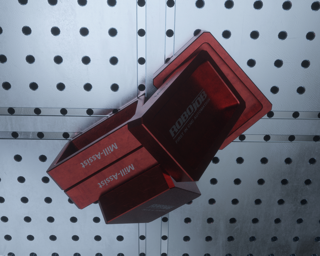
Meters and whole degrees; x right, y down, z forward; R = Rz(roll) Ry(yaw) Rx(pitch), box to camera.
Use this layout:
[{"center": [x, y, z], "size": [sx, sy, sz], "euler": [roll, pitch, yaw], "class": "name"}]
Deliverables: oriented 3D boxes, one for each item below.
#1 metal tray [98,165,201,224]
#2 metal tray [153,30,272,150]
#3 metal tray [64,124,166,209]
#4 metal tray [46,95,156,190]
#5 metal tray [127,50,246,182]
[{"center": [-0.007, 0.089, 0.397], "size": [0.090, 0.130, 0.030], "euler": [-31, 66, 11], "class": "metal tray"}, {"center": [0.066, -0.046, 0.394], "size": [0.090, 0.030, 0.130], "euler": [-42, 105, 13], "class": "metal tray"}, {"center": [-0.049, 0.039, 0.391], "size": [0.130, 0.090, 0.030], "euler": [-31, 108, 10], "class": "metal tray"}, {"center": [-0.067, 0.015, 0.383], "size": [0.130, 0.090, 0.030], "euler": [-31, 108, 10], "class": "metal tray"}, {"center": [0.036, -0.015, 0.348], "size": [0.090, 0.030, 0.130], "euler": [49, 58, -16], "class": "metal tray"}]
